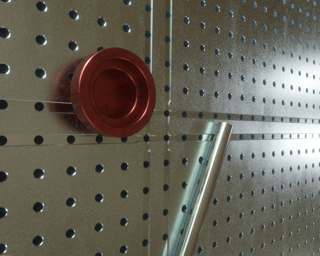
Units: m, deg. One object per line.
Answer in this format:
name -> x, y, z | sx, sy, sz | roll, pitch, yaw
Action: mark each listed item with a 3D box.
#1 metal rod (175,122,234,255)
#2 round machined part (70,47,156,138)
metal rod -> 0.055, 0.130, 0.455 | 0.025, 0.025, 0.299 | 33, 69, -35
round machined part -> -0.056, -0.038, 0.351 | 0.099, 0.042, 0.097 | 0, 90, -40
